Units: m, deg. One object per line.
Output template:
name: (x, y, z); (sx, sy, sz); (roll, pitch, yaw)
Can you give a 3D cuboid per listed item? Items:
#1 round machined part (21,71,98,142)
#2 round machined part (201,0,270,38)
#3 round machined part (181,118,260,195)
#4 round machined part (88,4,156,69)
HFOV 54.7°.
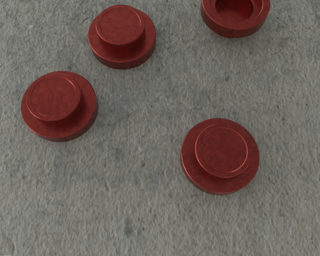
round machined part: (-0.135, -0.034, 0.410); (0.099, 0.042, 0.098); (0, 70, -1)
round machined part: (0.110, -0.176, 0.465); (0.099, 0.042, 0.098); (0, 70, -1)
round machined part: (0.076, 0.033, 0.388); (0.099, 0.042, 0.098); (0, 70, -1)
round machined part: (-0.055, -0.138, 0.449); (0.099, 0.042, 0.098); (0, 70, -1)
